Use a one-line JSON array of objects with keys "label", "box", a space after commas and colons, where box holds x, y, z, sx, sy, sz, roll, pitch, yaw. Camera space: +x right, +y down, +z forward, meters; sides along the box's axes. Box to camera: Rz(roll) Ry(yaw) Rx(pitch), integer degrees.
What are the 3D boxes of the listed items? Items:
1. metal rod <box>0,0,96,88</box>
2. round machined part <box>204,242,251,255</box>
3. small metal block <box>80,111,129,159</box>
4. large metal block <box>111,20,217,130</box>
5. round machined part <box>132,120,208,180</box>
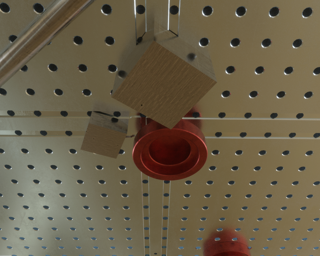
[{"label": "metal rod", "box": [-0.150, -0.085, 0.337, 0.300, 0.025, 0.025, -31, 124, 23]}, {"label": "round machined part", "box": [0.141, 0.280, 0.640, 0.099, 0.042, 0.097, 0, 130, 0]}, {"label": "small metal block", "box": [-0.075, 0.010, 0.420, 0.050, 0.025, 0.050, 16, 128, -14]}, {"label": "large metal block", "box": [0.004, -0.057, 0.347, 0.080, 0.050, 0.080, 28, 125, -22]}, {"label": "round machined part", "box": [0.013, 0.024, 0.421, 0.099, 0.042, 0.097, 0, 130, 0]}]
